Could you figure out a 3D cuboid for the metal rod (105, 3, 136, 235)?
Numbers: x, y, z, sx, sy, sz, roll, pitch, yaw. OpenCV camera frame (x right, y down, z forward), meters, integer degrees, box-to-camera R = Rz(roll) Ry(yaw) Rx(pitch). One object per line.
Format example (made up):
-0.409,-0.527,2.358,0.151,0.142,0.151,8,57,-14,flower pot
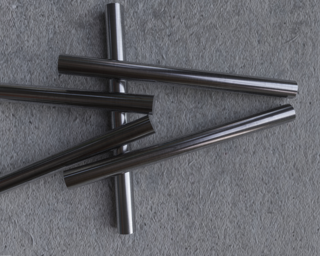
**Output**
-0.052,-0.012,0.410,0.025,0.025,0.298,-3,90,-1,metal rod

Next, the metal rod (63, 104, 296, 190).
0.030,0.022,0.396,0.302,0.025,0.025,-16,90,-7,metal rod

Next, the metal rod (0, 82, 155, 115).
-0.157,-0.042,0.395,0.302,0.025,0.025,5,90,5,metal rod

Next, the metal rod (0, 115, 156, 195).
-0.149,0.050,0.395,0.301,0.025,0.025,-22,90,5,metal rod

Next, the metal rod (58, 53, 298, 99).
0.028,-0.065,0.395,0.302,0.025,0.025,5,90,-7,metal rod
